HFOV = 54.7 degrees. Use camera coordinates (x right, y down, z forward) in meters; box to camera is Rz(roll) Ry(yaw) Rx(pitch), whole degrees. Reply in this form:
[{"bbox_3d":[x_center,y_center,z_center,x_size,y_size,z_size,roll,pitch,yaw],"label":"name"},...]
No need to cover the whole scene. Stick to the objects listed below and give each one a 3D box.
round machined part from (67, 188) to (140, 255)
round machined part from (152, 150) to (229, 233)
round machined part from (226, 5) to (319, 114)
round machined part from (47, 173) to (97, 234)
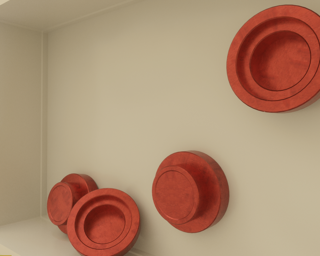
[{"bbox_3d":[-0.076,0.138,0.435,0.098,0.099,0.042,46,155,30],"label":"round machined part"},{"bbox_3d":[0.029,0.077,0.372,0.098,0.042,0.097,0,90,40],"label":"round machined part"},{"bbox_3d":[0.118,-0.062,0.298,0.098,0.042,0.097,0,90,40],"label":"round machined part"},{"bbox_3d":[-0.147,0.124,0.507,0.098,0.042,0.098,-10,73,37],"label":"round machined part"}]
